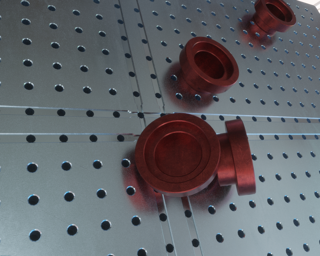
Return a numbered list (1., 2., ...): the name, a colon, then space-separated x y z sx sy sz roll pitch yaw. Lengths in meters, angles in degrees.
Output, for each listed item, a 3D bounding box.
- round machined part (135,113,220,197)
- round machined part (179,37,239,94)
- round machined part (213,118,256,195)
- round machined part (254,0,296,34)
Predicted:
1. round machined part: 0.023 0.034 0.370 0.098 0.042 0.098 -4 64 10
2. round machined part: 0.074 -0.095 0.498 0.099 0.042 0.098 14 56 -21
3. round machined part: 0.092 0.039 0.402 0.042 0.098 0.098 -10 60 10
4. round machined part: 0.248 -0.248 0.686 0.099 0.042 0.098 14 56 -21
